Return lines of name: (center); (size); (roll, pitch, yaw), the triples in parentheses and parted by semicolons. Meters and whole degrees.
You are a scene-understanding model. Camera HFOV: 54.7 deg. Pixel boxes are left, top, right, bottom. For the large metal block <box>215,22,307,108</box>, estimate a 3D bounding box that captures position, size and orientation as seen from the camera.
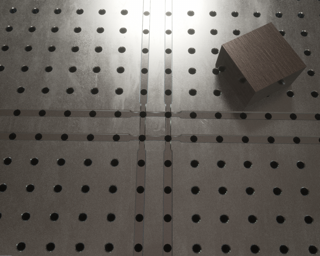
large metal block: (0.137, -0.087, 0.432); (0.080, 0.050, 0.080); (-27, 72, -10)
